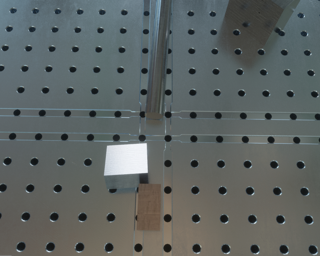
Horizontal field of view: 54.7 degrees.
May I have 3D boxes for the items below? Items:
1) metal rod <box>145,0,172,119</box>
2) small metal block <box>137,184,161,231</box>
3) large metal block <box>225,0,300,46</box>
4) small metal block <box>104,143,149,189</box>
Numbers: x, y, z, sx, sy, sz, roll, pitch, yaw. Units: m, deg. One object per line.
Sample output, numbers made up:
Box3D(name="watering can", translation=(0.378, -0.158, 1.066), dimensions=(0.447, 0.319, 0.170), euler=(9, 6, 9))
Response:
Box3D(name="metal rod", translation=(0.003, -0.156, 0.468), dimensions=(0.025, 0.025, 0.299), euler=(4, 70, 1))
Box3D(name="small metal block", translation=(-0.012, 0.095, 0.364), dimensions=(0.025, 0.050, 0.050), euler=(1, 70, 0))
Box3D(name="large metal block", translation=(0.149, -0.182, 0.451), dimensions=(0.050, 0.080, 0.080), euler=(-43, 76, -14))
Box3D(name="small metal block", translation=(-0.040, 0.046, 0.383), dimensions=(0.050, 0.025, 0.050), euler=(-3, 40, -2))
